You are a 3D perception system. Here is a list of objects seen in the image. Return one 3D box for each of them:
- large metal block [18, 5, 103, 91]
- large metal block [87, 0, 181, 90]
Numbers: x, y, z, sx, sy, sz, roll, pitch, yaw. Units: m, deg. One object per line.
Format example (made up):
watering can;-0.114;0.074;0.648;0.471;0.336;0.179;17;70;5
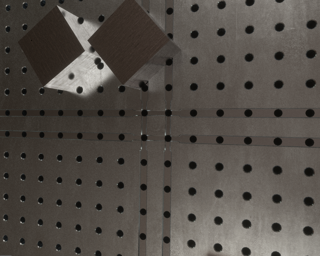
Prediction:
large metal block;-0.142;-0.112;0.448;0.080;0.050;0.080;-35;79;16
large metal block;-0.033;-0.110;0.410;0.080;0.050;0.080;-42;77;15
